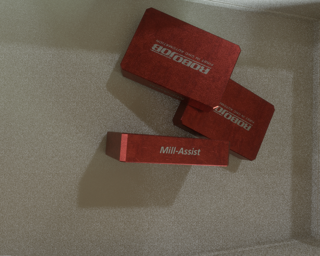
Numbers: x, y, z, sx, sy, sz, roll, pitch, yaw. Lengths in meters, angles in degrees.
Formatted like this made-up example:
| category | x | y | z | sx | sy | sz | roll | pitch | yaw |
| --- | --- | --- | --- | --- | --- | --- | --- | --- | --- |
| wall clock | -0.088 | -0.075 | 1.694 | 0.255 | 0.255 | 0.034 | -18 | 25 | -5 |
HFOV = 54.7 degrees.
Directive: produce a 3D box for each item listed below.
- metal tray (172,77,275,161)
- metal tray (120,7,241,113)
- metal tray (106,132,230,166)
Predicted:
| category | x | y | z | sx | sy | sz | roll | pitch | yaw |
| --- | --- | --- | --- | --- | --- | --- | --- | --- | --- |
| metal tray | 0.094 | -0.019 | 0.444 | 0.131 | 0.030 | 0.090 | 27 | 81 | -19 |
| metal tray | 0.026 | -0.086 | 0.398 | 0.131 | 0.030 | 0.090 | 23 | 81 | -1 |
| metal tray | 0.007 | 0.025 | 0.379 | 0.131 | 0.090 | 0.030 | 5 | 89 | -20 |
